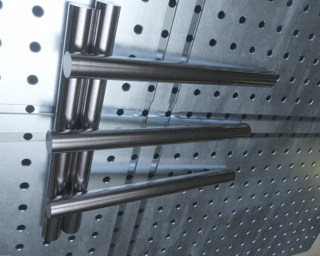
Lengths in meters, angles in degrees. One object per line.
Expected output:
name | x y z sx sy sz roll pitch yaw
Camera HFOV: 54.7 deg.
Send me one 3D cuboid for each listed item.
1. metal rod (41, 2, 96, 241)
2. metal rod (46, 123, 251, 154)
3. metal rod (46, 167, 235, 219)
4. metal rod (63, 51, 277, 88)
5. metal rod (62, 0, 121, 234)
metal rod | -0.111 0.013 0.359 0.025 0.025 0.298 1 118 -29
metal rod | 0.010 0.009 0.404 0.303 0.025 0.025 -2 120 -35
metal rod | -0.005 0.086 0.445 0.303 0.025 0.025 -3 120 -34
metal rod | 0.038 -0.066 0.374 0.303 0.025 0.025 -3 120 -34
metal rod | -0.087 0.007 0.368 0.025 0.025 0.298 1 118 -29
